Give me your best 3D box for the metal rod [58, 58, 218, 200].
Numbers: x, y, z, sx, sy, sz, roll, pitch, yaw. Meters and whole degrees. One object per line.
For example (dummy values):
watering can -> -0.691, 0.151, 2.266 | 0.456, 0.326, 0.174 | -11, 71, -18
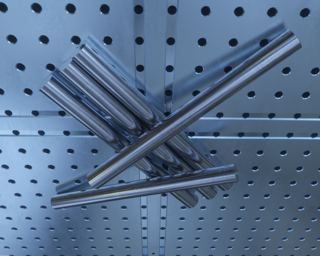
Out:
metal rod -> -0.012, 0.017, 0.425 | 0.025, 0.025, 0.300 | -32, 124, 24

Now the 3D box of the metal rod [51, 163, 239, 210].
metal rod -> -0.036, 0.091, 0.461 | 0.301, 0.025, 0.025 | -13, 130, 21

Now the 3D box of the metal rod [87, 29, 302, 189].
metal rod -> 0.028, -0.012, 0.375 | 0.300, 0.025, 0.025 | -36, 122, 16

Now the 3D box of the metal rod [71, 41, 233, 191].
metal rod -> 0.008, 0.001, 0.413 | 0.025, 0.025, 0.300 | -33, 123, 24

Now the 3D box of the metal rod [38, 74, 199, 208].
metal rod -> -0.041, 0.034, 0.440 | 0.025, 0.025, 0.300 | -32, 124, 24
